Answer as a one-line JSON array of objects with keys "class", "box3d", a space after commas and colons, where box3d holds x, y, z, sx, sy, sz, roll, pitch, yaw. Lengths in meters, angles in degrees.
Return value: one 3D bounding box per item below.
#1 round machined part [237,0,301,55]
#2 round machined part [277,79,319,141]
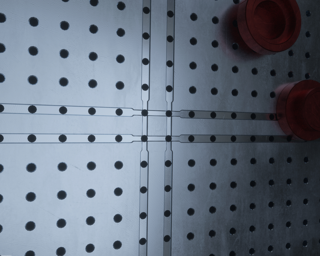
[{"class": "round machined part", "box3d": [0.156, -0.157, 0.460, 0.099, 0.042, 0.097, 0, 90, -20]}, {"class": "round machined part", "box3d": [0.239, -0.029, 0.491, 0.099, 0.042, 0.097, 0, 90, -20]}]
